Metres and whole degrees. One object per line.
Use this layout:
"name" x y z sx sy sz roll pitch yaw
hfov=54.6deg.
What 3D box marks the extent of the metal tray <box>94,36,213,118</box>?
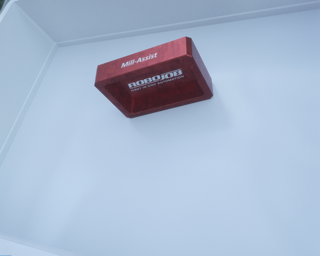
"metal tray" -0.006 -0.060 0.404 0.130 0.090 0.030 -13 57 21
